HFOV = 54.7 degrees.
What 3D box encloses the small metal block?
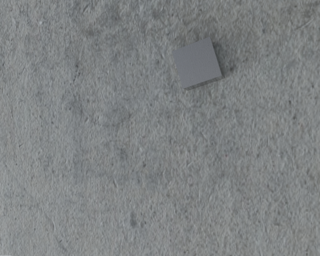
[{"bbox_3d":[0.049,-0.080,0.391,0.050,0.025,0.050,-17,84,18],"label":"small metal block"}]
